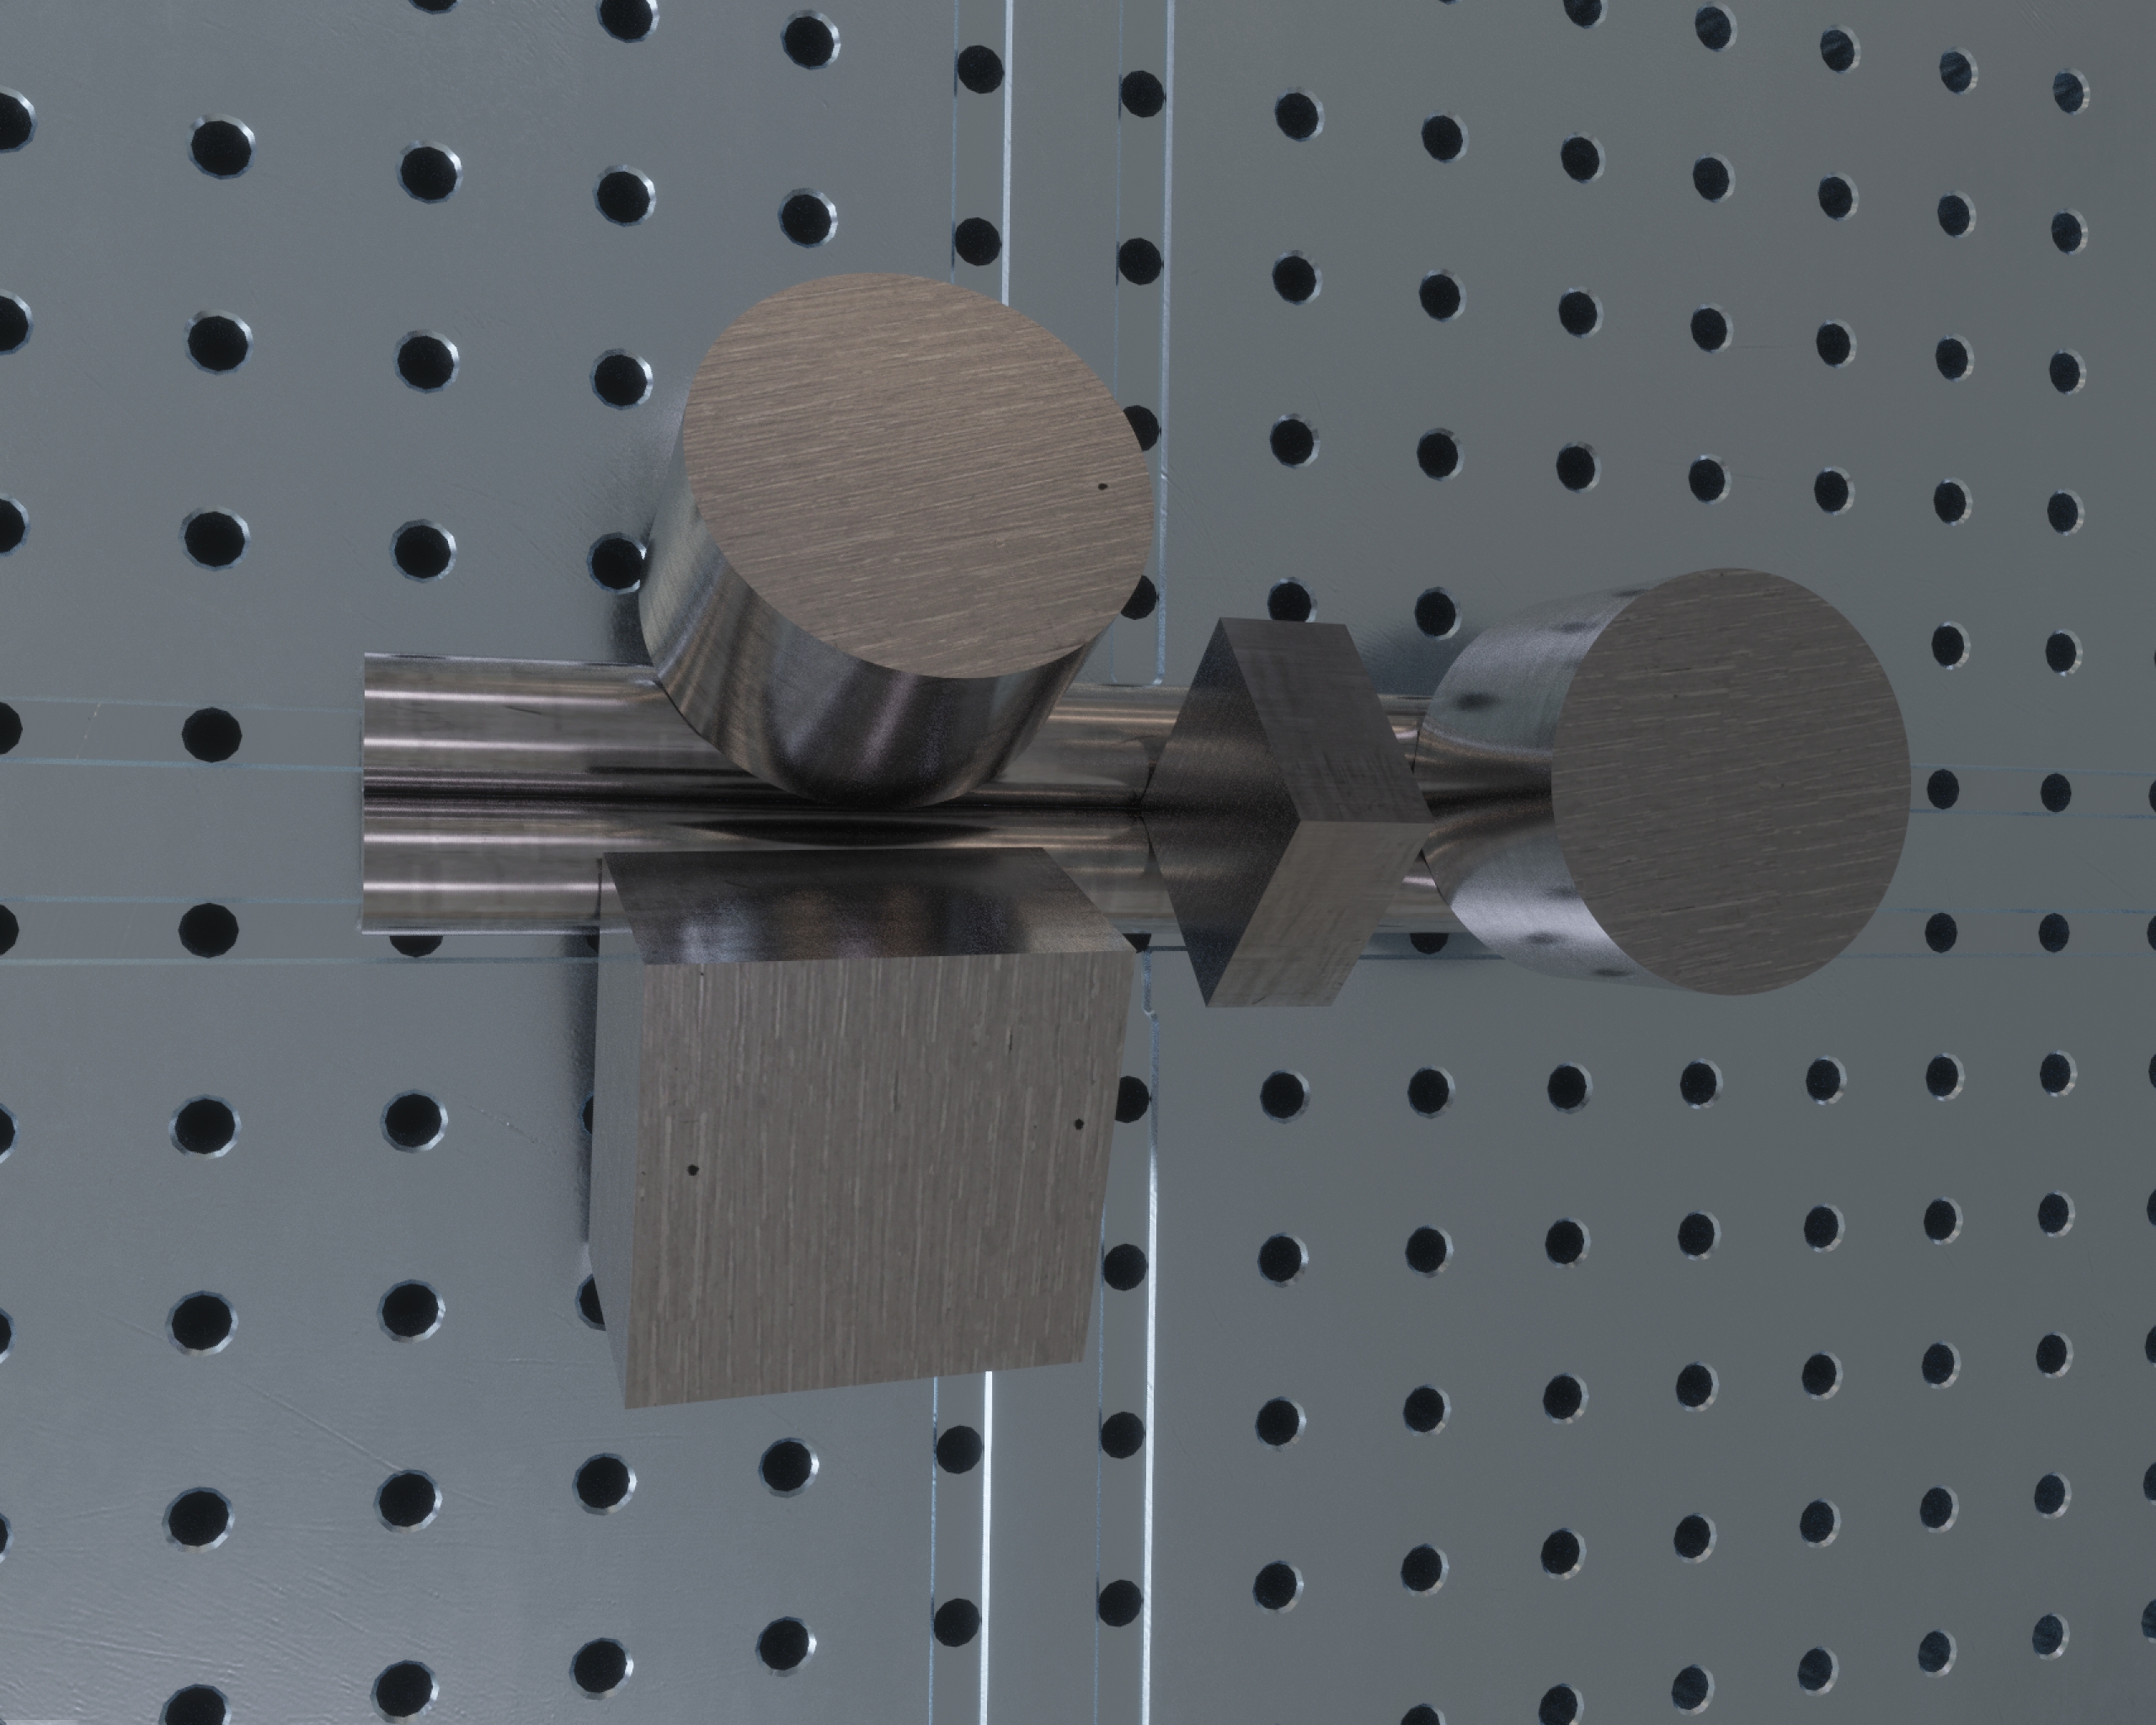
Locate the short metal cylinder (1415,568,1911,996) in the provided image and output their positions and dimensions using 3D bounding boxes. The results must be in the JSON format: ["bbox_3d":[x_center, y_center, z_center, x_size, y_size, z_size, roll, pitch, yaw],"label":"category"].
[{"bbox_3d":[0.114,-0.015,0.411,0.081,0.050,0.079,0,90,-20],"label":"short metal cylinder"}]

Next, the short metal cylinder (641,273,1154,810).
[{"bbox_3d":[-0.033,-0.056,0.368,0.081,0.050,0.080,8,63,-17],"label":"short metal cylinder"}]

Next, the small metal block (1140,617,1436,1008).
[{"bbox_3d":[0.036,-0.009,0.379,0.025,0.050,0.050,1,48,-20],"label":"small metal block"}]

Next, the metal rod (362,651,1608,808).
[{"bbox_3d":[0.017,-0.023,0.416,0.303,0.025,0.025,1,90,-20],"label":"metal rod"}]

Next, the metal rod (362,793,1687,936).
[{"bbox_3d":[0.017,0.002,0.416,0.303,0.025,0.025,1,90,-20],"label":"metal rod"}]

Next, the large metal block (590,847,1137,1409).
[{"bbox_3d":[-0.041,0.044,0.366,0.081,0.050,0.079,-1,111,-20],"label":"large metal block"}]
